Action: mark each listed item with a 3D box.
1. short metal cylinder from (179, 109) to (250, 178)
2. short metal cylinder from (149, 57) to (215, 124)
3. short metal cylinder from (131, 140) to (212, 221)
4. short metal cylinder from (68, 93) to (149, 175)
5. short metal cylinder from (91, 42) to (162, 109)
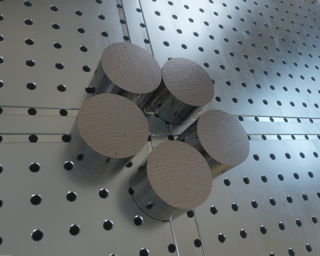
[{"bbox_3d":[0.072,0.022,0.416,0.081,0.050,0.080,13,57,-22],"label":"short metal cylinder"},{"bbox_3d":[0.029,-0.052,0.438,0.081,0.050,0.080,13,57,-21],"label":"short metal cylinder"},{"bbox_3d":[0.013,0.061,0.360,0.081,0.050,0.080,13,56,-20],"label":"short metal cylinder"},{"bbox_3d":[-0.059,0.007,0.355,0.081,0.050,0.080,13,56,-21],"label":"short metal cylinder"},{"bbox_3d":[-0.045,-0.065,0.407,0.081,0.050,0.080,14,56,-21],"label":"short metal cylinder"}]
